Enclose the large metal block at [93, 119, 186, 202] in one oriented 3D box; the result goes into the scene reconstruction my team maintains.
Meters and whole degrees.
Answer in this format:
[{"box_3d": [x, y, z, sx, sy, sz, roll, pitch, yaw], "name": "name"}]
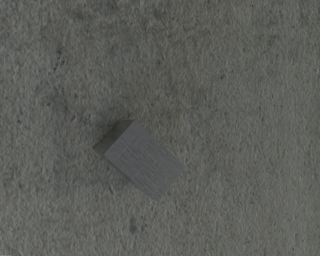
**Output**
[{"box_3d": [-0.028, 0.035, 0.370, 0.080, 0.080, 0.050, 44, 76, -15], "name": "large metal block"}]
